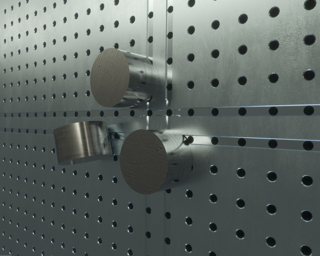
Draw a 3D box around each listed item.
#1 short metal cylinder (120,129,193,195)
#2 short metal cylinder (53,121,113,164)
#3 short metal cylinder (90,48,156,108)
[{"bbox_3d":[-0.005,0.041,0.398,0.080,0.050,0.079,0,90,40],"label":"short metal cylinder"},{"bbox_3d":[-0.116,0.024,0.470,0.080,0.081,0.050,-19,78,38],"label":"short metal cylinder"},{"bbox_3d":[-0.053,-0.068,0.437,0.080,0.050,0.079,0,90,40],"label":"short metal cylinder"}]
